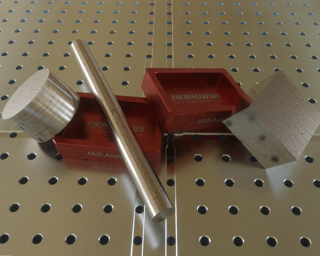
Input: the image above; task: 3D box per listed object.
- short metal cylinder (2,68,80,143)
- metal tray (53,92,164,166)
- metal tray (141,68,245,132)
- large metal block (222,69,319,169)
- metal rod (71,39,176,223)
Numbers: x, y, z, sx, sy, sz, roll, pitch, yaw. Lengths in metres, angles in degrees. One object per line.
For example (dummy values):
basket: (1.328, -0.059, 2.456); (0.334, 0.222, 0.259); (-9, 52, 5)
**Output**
short metal cylinder: (-0.149, -0.029, 0.391); (0.080, 0.050, 0.080); (-25, 40, 24)
metal tray: (-0.059, -0.001, 0.404); (0.131, 0.030, 0.090); (5, 50, 4)
metal tray: (0.051, -0.042, 0.415); (0.131, 0.030, 0.090); (-5, 48, -26)
large metal block: (0.138, -0.010, 0.378); (0.080, 0.050, 0.080); (47, 60, -3)
metal rod: (-0.060, -0.020, 0.385); (0.025, 0.025, 0.300); (-20, 53, -16)
